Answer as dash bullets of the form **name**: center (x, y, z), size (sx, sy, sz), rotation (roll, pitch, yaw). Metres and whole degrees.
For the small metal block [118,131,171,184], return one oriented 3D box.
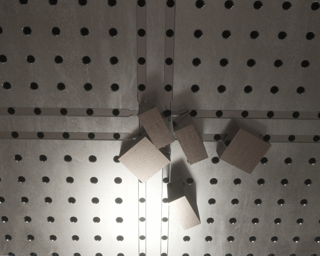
- **small metal block**: center (-0.021, 0.040, 0.428), size (0.050, 0.025, 0.050), rotation (-40, 106, 13)

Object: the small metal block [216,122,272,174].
- **small metal block**: center (0.114, 0.028, 0.425), size (0.050, 0.025, 0.050), rotation (27, 108, -10)

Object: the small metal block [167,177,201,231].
- **small metal block**: center (0.033, 0.107, 0.440), size (0.025, 0.050, 0.050), rotation (-26, 108, 9)

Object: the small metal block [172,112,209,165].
- **small metal block**: center (0.039, 0.012, 0.405), size (0.025, 0.050, 0.050), rotation (-24, 109, 8)

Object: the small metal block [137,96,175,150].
- **small metal block**: center (-0.004, -0.008, 0.397), size (0.025, 0.050, 0.050), rotation (-26, 108, 9)
